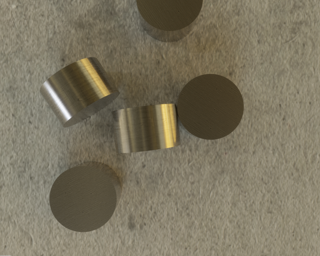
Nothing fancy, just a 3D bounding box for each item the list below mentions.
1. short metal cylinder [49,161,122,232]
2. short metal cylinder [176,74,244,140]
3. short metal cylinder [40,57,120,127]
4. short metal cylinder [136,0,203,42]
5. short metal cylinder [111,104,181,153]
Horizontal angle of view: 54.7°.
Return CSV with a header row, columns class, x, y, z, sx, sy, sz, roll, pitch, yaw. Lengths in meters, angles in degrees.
class,x,y,z,sx,sy,sz,roll,pitch,yaw
short metal cylinder,-0.092,0.085,0.396,0.081,0.050,0.079,0,90,-1
short metal cylinder,0.061,-0.026,0.398,0.081,0.050,0.079,0,90,-1
short metal cylinder,-0.097,-0.043,0.381,0.080,0.080,0.050,-33,90,0
short metal cylinder,0.012,-0.157,0.398,0.081,0.050,0.079,0,90,-1
short metal cylinder,-0.017,0.000,0.382,0.081,0.080,0.050,-7,90,0
